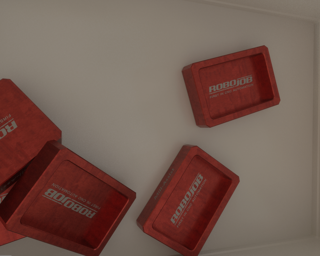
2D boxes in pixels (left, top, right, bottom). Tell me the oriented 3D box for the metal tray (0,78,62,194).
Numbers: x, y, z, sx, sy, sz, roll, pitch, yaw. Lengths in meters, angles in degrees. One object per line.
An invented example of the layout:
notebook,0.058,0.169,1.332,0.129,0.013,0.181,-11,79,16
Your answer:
metal tray,-0.180,0.020,0.316,0.090,0.030,0.131,45,64,3

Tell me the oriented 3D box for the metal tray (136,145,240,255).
metal tray,0.041,0.099,0.424,0.090,0.030,0.130,36,78,-17

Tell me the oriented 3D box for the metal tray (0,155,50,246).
metal tray,-0.198,0.086,0.335,0.131,0.030,0.089,-16,96,-20

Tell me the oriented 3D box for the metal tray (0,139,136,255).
metal tray,-0.094,0.083,0.341,0.090,0.030,0.130,-57,136,-13

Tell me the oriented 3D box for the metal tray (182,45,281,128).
metal tray,0.105,-0.061,0.448,0.131,0.030,0.089,-18,96,-20
